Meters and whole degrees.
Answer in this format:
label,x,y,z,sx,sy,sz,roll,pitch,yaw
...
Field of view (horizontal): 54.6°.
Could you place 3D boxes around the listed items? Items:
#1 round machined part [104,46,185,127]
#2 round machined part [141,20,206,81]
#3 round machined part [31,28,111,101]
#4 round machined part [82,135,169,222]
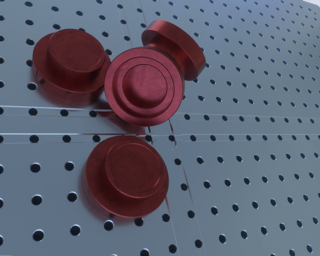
label,x,y,z,sx,sy,sz,roll,pitch,yaw
round machined part,-0.017,-0.054,0.394,0.098,0.098,0.042,37,21,-4
round machined part,0.012,-0.099,0.435,0.098,0.098,0.042,38,78,-3
round machined part,-0.108,-0.086,0.391,0.099,0.042,0.098,13,56,-21
round machined part,-0.034,0.051,0.348,0.099,0.042,0.098,13,56,-21
